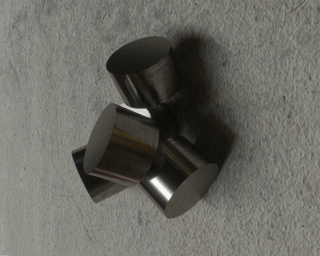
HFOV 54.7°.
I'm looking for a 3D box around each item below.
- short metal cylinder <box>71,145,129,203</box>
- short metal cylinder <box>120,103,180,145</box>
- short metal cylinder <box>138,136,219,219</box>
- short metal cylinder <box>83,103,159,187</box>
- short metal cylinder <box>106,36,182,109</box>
[{"bbox_3d":[-0.082,0.058,0.431,0.080,0.050,0.080,61,169,22],"label":"short metal cylinder"},{"bbox_3d":[-0.022,0.006,0.408,0.080,0.050,0.080,0,89,39],"label":"short metal cylinder"},{"bbox_3d":[0.020,0.056,0.354,0.050,0.081,0.080,42,115,32],"label":"short metal cylinder"},{"bbox_3d":[-0.044,0.019,0.339,0.080,0.050,0.080,-45,33,41],"label":"short metal cylinder"},{"bbox_3d":[-0.018,-0.069,0.378,0.080,0.080,0.050,18,145,38],"label":"short metal cylinder"}]
